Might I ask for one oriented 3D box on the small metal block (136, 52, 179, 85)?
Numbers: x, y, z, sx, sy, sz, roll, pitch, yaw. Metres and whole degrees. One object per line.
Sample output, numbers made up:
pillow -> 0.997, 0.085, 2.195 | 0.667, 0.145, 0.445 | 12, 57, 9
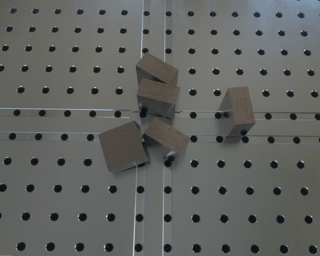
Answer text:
small metal block -> -0.004, -0.070, 0.424 | 0.050, 0.050, 0.025 | 32, 73, 10

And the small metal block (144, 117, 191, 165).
small metal block -> 0.008, 0.017, 0.392 | 0.050, 0.050, 0.025 | 31, 72, 10

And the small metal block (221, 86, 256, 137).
small metal block -> 0.101, -0.020, 0.407 | 0.025, 0.050, 0.050 | -5, 70, -2

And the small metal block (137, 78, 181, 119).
small metal block -> -0.002, -0.038, 0.412 | 0.050, 0.050, 0.025 | 14, 71, 5

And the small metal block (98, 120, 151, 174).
small metal block -> -0.045, 0.025, 0.397 | 0.050, 0.025, 0.050 | -21, 71, 5
